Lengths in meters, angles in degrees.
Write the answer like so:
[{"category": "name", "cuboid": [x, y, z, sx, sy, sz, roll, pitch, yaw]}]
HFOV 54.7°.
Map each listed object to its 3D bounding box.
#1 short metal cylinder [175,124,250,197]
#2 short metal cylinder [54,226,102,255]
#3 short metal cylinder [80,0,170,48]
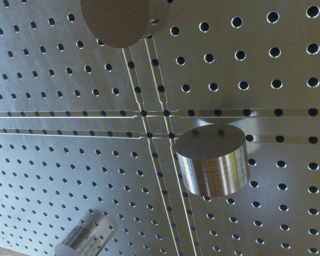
[{"category": "short metal cylinder", "cuboid": [0.062, 0.036, 0.365, 0.080, 0.080, 0.050, 0, 118, 28]}, {"category": "short metal cylinder", "cuboid": [-0.168, 0.250, 0.638, 0.080, 0.050, 0.079, 13, 124, 21]}, {"category": "short metal cylinder", "cuboid": [-0.037, -0.132, 0.333, 0.080, 0.050, 0.079, 13, 124, 21]}]
